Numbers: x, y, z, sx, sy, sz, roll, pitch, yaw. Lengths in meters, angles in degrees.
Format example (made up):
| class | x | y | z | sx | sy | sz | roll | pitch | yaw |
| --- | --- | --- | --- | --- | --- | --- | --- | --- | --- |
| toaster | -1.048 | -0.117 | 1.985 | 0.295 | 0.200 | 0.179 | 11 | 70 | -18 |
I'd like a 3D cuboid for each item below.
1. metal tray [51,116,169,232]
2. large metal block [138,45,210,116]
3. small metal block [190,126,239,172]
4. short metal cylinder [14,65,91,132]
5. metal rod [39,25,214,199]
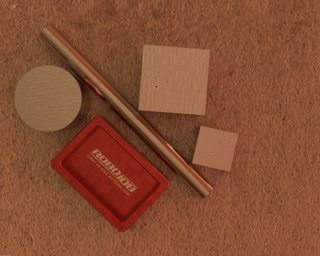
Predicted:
| class | x | y | z | sx | sy | sz | roll | pitch | yaw |
| --- | --- | --- | --- | --- | --- | --- | --- | --- | --- |
| metal tray | -0.064 | 0.058 | 0.408 | 0.130 | 0.030 | 0.090 | 44 | 90 | -1 |
| large metal block | 0.017 | -0.058 | 0.399 | 0.081 | 0.050 | 0.079 | 4 | 90 | -1 |
| small metal block | 0.072 | 0.027 | 0.413 | 0.050 | 0.025 | 0.050 | 13 | 90 | -1 |
| short metal cylinder | -0.135 | -0.036 | 0.397 | 0.081 | 0.050 | 0.079 | 0 | 90 | -1 |
| metal rod | -0.043 | -0.021 | 0.410 | 0.025 | 0.025 | 0.300 | -45 | 91 | 0 |
